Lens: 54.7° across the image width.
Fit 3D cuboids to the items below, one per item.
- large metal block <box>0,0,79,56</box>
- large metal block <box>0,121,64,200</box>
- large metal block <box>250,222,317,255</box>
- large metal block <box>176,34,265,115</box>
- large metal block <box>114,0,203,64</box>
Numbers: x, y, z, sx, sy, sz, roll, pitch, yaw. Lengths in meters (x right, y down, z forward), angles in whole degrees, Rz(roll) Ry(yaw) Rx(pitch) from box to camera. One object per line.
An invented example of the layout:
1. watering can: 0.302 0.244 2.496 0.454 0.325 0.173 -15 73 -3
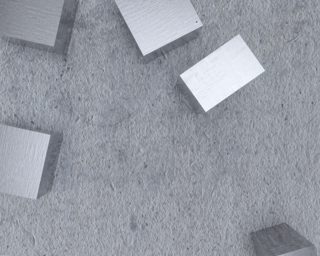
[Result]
1. large metal block: -0.158 -0.145 0.396 0.080 0.050 0.080 13 90 0
2. large metal block: -0.179 0.039 0.396 0.080 0.050 0.080 12 90 0
3. large metal block: 0.159 0.175 0.384 0.050 0.080 0.080 -16 90 0
4. large metal block: 0.069 -0.061 0.383 0.080 0.080 0.050 -35 90 0
5. large metal block: -0.002 -0.140 0.397 0.080 0.050 0.080 -28 90 0
